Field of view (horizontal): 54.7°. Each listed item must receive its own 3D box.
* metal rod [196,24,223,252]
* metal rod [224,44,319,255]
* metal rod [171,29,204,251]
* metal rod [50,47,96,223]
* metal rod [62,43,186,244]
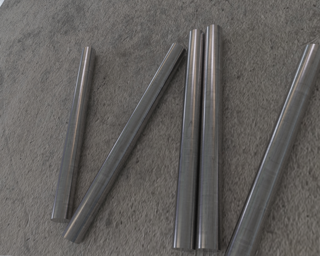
[{"bbox_3d":[0.063,-0.010,0.376,0.025,0.025,0.299,-8,58,24],"label":"metal rod"},{"bbox_3d":[0.116,0.037,0.319,0.025,0.025,0.300,15,69,34],"label":"metal rod"},{"bbox_3d":[0.039,-0.007,0.387,0.025,0.025,0.299,-8,58,24],"label":"metal rod"},{"bbox_3d":[-0.127,-0.009,0.476,0.025,0.025,0.299,-13,56,21],"label":"metal rod"},{"bbox_3d":[-0.040,0.009,0.419,0.025,0.025,0.300,17,70,34],"label":"metal rod"}]
